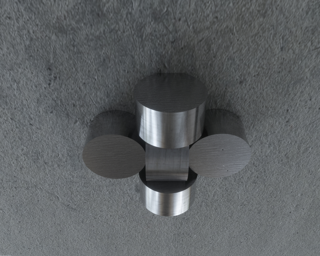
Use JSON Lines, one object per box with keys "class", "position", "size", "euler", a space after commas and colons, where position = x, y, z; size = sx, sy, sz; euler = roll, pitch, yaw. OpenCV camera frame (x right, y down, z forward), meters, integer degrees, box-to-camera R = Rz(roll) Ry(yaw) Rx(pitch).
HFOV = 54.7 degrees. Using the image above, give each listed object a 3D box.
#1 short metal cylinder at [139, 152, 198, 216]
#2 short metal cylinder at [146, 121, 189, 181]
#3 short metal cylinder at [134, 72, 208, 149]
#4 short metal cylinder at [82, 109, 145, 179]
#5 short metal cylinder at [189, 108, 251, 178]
{"class": "short metal cylinder", "position": [0.011, 0.077, 0.439], "size": [0.081, 0.080, 0.050], "euler": [0, 130, 0]}
{"class": "short metal cylinder", "position": [0.008, 0.028, 0.397], "size": [0.050, 0.080, 0.079], "euler": [0, 130, 0]}
{"class": "short metal cylinder", "position": [0.012, -0.022, 0.354], "size": [0.081, 0.080, 0.050], "euler": [0, 130, 0]}
{"class": "short metal cylinder", "position": [-0.058, 0.022, 0.410], "size": [0.081, 0.050, 0.079], "euler": [-1, 130, -1]}
{"class": "short metal cylinder", "position": [0.074, 0.021, 0.410], "size": [0.080, 0.050, 0.079], "euler": [0, 131, 0]}
